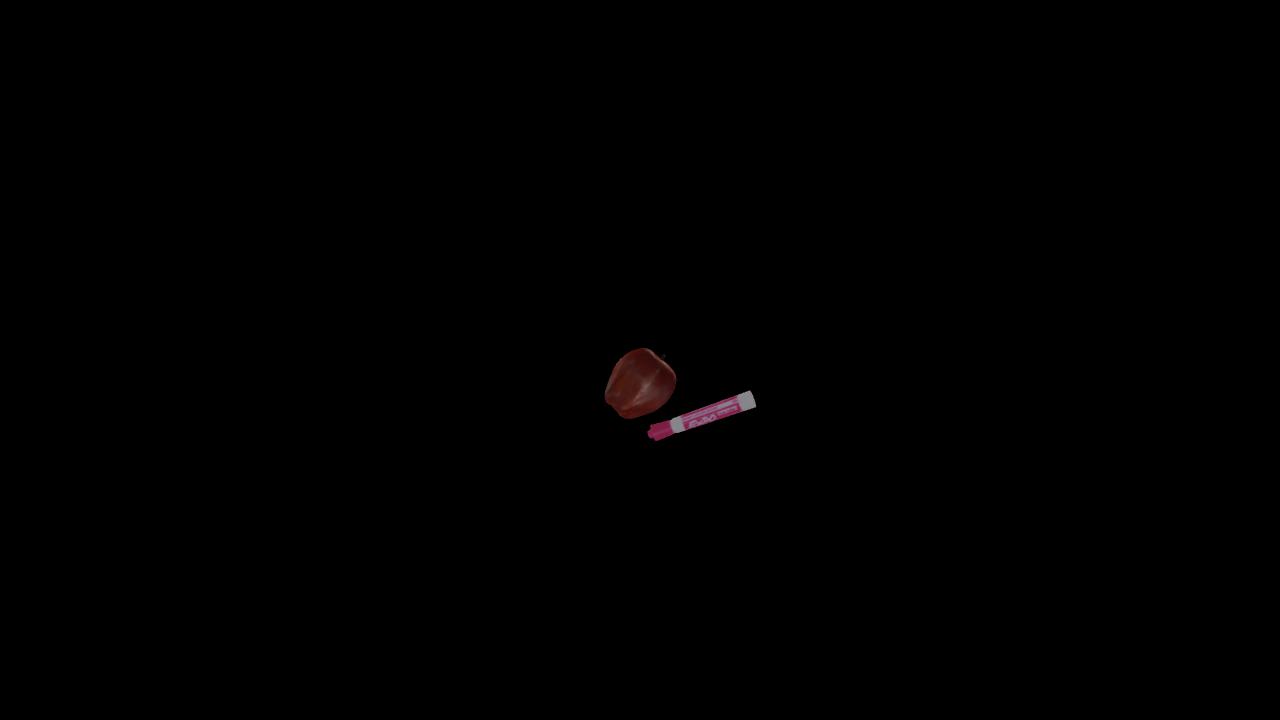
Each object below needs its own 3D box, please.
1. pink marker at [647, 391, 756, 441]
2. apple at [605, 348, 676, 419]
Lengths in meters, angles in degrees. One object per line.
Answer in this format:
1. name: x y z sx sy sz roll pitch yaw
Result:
1. pink marker: 0.065 0.062 0.661 0.121 0.020 0.020 -21 -5 13
2. apple: 0.001 0.029 0.762 0.079 0.093 0.079 44 -3 3
